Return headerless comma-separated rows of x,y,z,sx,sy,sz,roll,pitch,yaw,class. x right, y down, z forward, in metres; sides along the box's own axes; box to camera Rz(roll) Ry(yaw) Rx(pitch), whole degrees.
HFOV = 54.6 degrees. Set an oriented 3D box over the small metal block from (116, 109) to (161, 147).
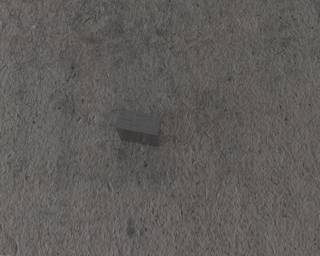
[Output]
-0.026,0.001,0.394,0.050,0.050,0.025,10,71,4,small metal block
